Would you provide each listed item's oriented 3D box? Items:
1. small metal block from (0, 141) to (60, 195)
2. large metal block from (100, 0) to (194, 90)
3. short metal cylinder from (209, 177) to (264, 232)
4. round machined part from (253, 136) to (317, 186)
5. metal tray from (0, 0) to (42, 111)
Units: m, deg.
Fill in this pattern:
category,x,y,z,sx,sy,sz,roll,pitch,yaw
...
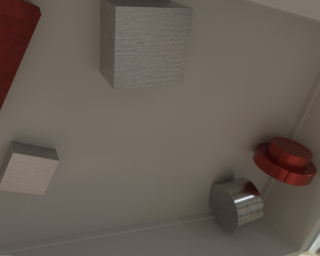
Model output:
category,x,y,z,sx,sy,sz,roll,pitch,yaw
small metal block,-0.151,0.047,0.356,0.050,0.025,0.050,17,109,-35
large metal block,-0.017,-0.090,0.328,0.081,0.050,0.079,-8,122,-24
short metal cylinder,0.128,0.129,0.525,0.050,0.080,0.079,-11,123,-23
round machined part,0.208,0.048,0.508,0.099,0.098,0.042,1,118,-29
metal tray,-0.164,-0.057,0.252,0.129,0.030,0.090,-60,160,14
